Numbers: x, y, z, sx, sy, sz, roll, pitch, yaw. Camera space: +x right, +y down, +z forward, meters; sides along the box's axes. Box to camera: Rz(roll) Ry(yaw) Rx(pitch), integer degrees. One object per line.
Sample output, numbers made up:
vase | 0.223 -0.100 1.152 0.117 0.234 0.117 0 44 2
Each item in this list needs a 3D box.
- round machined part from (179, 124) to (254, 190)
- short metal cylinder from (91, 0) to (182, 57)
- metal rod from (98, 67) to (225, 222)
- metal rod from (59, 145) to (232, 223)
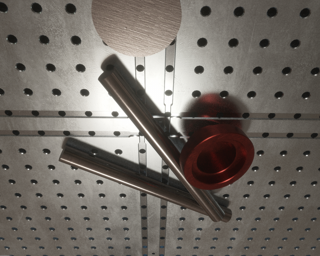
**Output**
round machined part | 0.073 0.035 0.421 0.099 0.042 0.097 -8 126 -11
short metal cylinder | -0.021 -0.116 0.296 0.081 0.050 0.079 0 130 0
metal rod | 0.017 0.040 0.433 0.025 0.025 0.300 -25 122 19
metal rod | -0.010 0.095 0.492 0.302 0.025 0.025 25 126 -20
